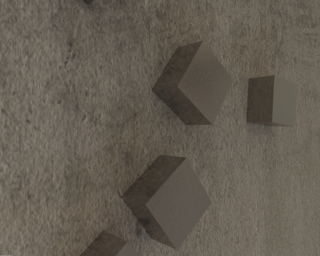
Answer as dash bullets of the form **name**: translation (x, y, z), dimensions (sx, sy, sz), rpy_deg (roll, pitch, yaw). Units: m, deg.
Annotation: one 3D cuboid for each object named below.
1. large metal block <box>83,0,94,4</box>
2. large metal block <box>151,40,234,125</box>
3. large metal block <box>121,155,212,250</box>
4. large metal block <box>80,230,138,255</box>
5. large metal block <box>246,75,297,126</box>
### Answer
- **large metal block**: translation (-0.058, -0.187, 0.321), dimensions (0.050, 0.080, 0.080), rpy_deg (36, 68, -35)
- **large metal block**: translation (0.048, -0.060, 0.431), dimensions (0.080, 0.050, 0.080), rpy_deg (43, 64, -32)
- **large metal block**: translation (0.011, 0.093, 0.400), dimensions (0.080, 0.050, 0.080), rpy_deg (-45, 117, -31)
- **large metal block**: translation (-0.057, 0.177, 0.343), dimensions (0.080, 0.050, 0.080), rpy_deg (-45, 117, -31)
- **large metal block**: translation (0.204, -0.046, 0.563), dimensions (0.081, 0.050, 0.080), rpy_deg (7, 86, -40)
